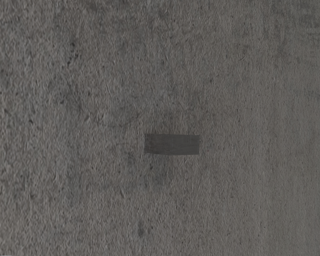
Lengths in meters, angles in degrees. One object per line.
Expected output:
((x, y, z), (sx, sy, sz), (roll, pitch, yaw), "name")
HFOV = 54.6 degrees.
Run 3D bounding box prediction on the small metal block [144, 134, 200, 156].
((0.015, 0.021, 0.400), (0.050, 0.050, 0.025), (2, 89, -40), "small metal block")
